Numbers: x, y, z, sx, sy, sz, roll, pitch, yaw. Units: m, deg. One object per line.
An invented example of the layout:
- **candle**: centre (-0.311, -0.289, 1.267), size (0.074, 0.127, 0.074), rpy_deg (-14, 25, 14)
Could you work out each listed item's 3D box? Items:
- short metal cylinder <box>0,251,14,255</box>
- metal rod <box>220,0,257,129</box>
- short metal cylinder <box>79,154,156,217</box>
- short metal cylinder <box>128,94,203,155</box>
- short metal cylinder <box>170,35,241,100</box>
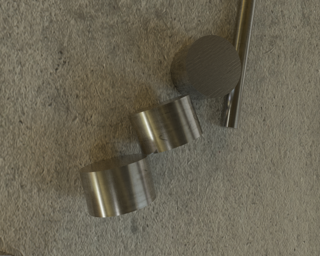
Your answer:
- **short metal cylinder**: centre (-0.175, 0.166, 0.316), size (0.080, 0.080, 0.050), rpy_deg (28, 81, -18)
- **metal rod**: centre (0.123, -0.147, 0.454), size (0.025, 0.025, 0.298), rpy_deg (10, 87, -20)
- **short metal cylinder**: centre (-0.049, 0.064, 0.362), size (0.081, 0.080, 0.050), rpy_deg (-13, 95, -20)
- **short metal cylinder**: centre (0.007, -0.006, 0.382), size (0.081, 0.080, 0.050), rpy_deg (-22, 98, -19)
- **short metal cylinder**: centre (0.061, -0.079, 0.418), size (0.081, 0.050, 0.080), rpy_deg (0, 90, -20)
